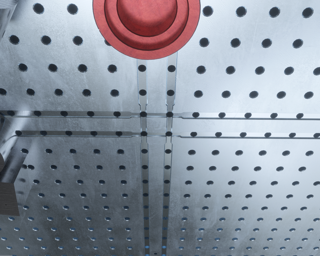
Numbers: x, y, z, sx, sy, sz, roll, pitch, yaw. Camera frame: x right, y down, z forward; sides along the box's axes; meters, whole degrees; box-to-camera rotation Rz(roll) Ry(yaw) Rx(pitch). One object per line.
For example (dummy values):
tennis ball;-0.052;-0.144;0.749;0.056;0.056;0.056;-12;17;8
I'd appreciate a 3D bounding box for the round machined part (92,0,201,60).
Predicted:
round machined part;-0.012;-0.119;0.299;0.099;0.042;0.097;0;130;0

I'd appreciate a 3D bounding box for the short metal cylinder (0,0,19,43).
short metal cylinder;-0.177;-0.114;0.277;0.080;0.080;0.050;29;124;-23

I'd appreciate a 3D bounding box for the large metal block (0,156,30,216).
large metal block;-0.248;0.084;0.465;0.081;0.050;0.079;8;130;-7

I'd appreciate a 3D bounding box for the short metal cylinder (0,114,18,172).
short metal cylinder;-0.239;0.020;0.410;0.081;0.050;0.079;0;130;0
